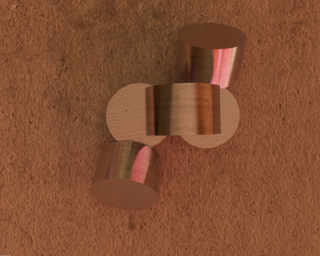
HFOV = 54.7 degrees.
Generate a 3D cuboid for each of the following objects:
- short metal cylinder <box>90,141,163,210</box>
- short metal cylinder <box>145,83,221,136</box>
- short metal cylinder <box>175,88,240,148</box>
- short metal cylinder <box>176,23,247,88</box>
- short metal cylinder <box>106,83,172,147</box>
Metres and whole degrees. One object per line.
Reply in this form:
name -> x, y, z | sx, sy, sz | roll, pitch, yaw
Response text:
short metal cylinder -> -0.039, 0.060, 0.376 | 0.081, 0.080, 0.050 | 7, 51, -1
short metal cylinder -> 0.025, -0.018, 0.334 | 0.081, 0.080, 0.050 | -1, 90, -1
short metal cylinder -> 0.056, -0.016, 0.399 | 0.081, 0.050, 0.079 | 0, 90, -1
short metal cylinder -> 0.060, -0.090, 0.377 | 0.081, 0.080, 0.050 | 1, 128, -1
short metal cylinder -> -0.025, -0.014, 0.398 | 0.081, 0.050, 0.079 | 0, 90, -1
